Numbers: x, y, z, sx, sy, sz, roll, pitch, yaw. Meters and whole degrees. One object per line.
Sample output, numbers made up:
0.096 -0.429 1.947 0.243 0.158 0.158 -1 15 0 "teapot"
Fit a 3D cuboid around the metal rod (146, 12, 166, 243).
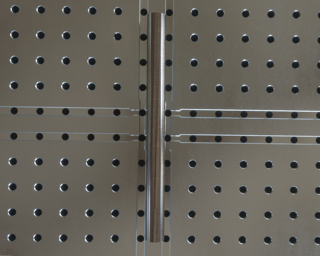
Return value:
-0.006 -0.001 0.413 0.025 0.025 0.298 0 90 -1 "metal rod"
